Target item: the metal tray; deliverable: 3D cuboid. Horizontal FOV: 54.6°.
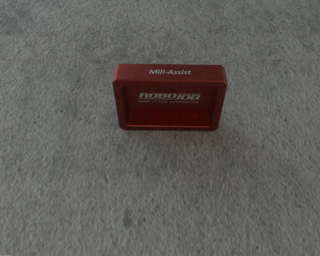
[{"bbox_3d":[0.012,-0.036,0.391,0.131,0.090,0.030,1,50,1],"label":"metal tray"}]
